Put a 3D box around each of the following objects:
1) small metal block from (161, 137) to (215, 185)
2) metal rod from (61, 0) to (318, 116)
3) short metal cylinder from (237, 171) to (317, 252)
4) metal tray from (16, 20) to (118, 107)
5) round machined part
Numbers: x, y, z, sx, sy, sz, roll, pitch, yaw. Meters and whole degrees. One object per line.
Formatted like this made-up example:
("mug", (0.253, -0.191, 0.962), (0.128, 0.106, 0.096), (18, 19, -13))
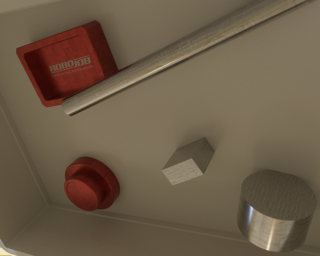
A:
("small metal block", (0.037, 0.042, 0.398), (0.050, 0.050, 0.025), (-27, 103, 37))
("metal rod", (0.007, -0.074, 0.333), (0.300, 0.025, 0.025), (-21, 108, 27))
("short metal cylinder", (0.133, 0.094, 0.361), (0.080, 0.080, 0.050), (12, 124, 21))
("metal tray", (-0.123, -0.081, 0.417), (0.130, 0.030, 0.090), (-6, 116, 30))
("round machined part", (-0.121, 0.100, 0.521), (0.098, 0.042, 0.097), (13, 124, 20))
